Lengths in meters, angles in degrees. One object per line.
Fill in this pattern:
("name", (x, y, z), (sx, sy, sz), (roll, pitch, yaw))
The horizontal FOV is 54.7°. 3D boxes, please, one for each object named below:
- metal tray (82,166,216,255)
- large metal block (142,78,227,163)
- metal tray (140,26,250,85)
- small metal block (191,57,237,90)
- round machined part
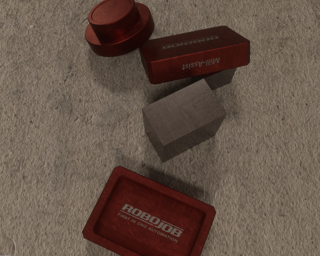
("metal tray", (-0.011, 0.111, 0.364), (0.130, 0.030, 0.090), (23, 71, 7))
("large metal block", (0.027, -0.006, 0.381), (0.080, 0.080, 0.050), (-27, 73, -10))
("metal tray", (0.042, -0.101, 0.416), (0.131, 0.030, 0.090), (-13, 32, -5))
("small metal block", (0.073, -0.074, 0.423), (0.050, 0.050, 0.025), (-23, 71, -9))
("round machined part", (-0.061, -0.148, 0.434), (0.098, 0.042, 0.098), (-10, 51, 13))
